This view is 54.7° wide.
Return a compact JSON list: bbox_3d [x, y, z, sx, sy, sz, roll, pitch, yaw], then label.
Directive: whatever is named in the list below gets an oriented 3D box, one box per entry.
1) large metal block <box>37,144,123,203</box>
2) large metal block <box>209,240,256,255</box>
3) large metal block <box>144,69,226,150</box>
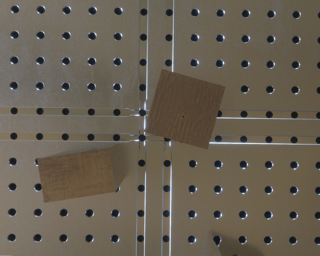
[{"bbox_3d":[-0.093,0.053,0.385,0.081,0.080,0.050,-9,90,0],"label":"large metal block"},{"bbox_3d":[0.098,0.207,0.402,0.080,0.050,0.080,21,90,-1],"label":"large metal block"},{"bbox_3d":[0.030,-0.023,0.401,0.080,0.050,0.080,16,90,-1],"label":"large metal block"}]
